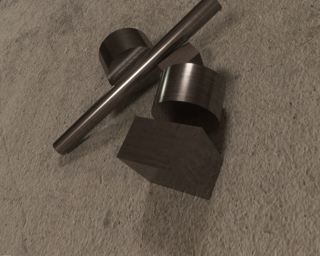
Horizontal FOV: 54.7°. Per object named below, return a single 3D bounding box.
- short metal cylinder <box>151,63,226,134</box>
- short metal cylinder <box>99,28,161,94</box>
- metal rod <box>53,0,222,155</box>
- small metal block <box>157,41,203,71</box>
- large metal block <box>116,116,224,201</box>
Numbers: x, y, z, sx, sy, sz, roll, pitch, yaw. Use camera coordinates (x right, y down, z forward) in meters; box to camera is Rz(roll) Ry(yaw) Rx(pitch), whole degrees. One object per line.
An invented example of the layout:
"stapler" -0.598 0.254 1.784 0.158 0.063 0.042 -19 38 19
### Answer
"short metal cylinder" 0.035 -0.032 0.369 0.080 0.080 0.050 1 63 28
"short metal cylinder" -0.043 -0.096 0.449 0.080 0.080 0.050 -33 52 6
"metal rod" -0.040 -0.064 0.424 0.299 0.025 0.025 -41 50 15
"small metal block" 0.030 -0.081 0.417 0.050 0.050 0.025 -39 66 2
"large metal block" 0.014 0.033 0.340 0.080 0.080 0.050 11 67 32
